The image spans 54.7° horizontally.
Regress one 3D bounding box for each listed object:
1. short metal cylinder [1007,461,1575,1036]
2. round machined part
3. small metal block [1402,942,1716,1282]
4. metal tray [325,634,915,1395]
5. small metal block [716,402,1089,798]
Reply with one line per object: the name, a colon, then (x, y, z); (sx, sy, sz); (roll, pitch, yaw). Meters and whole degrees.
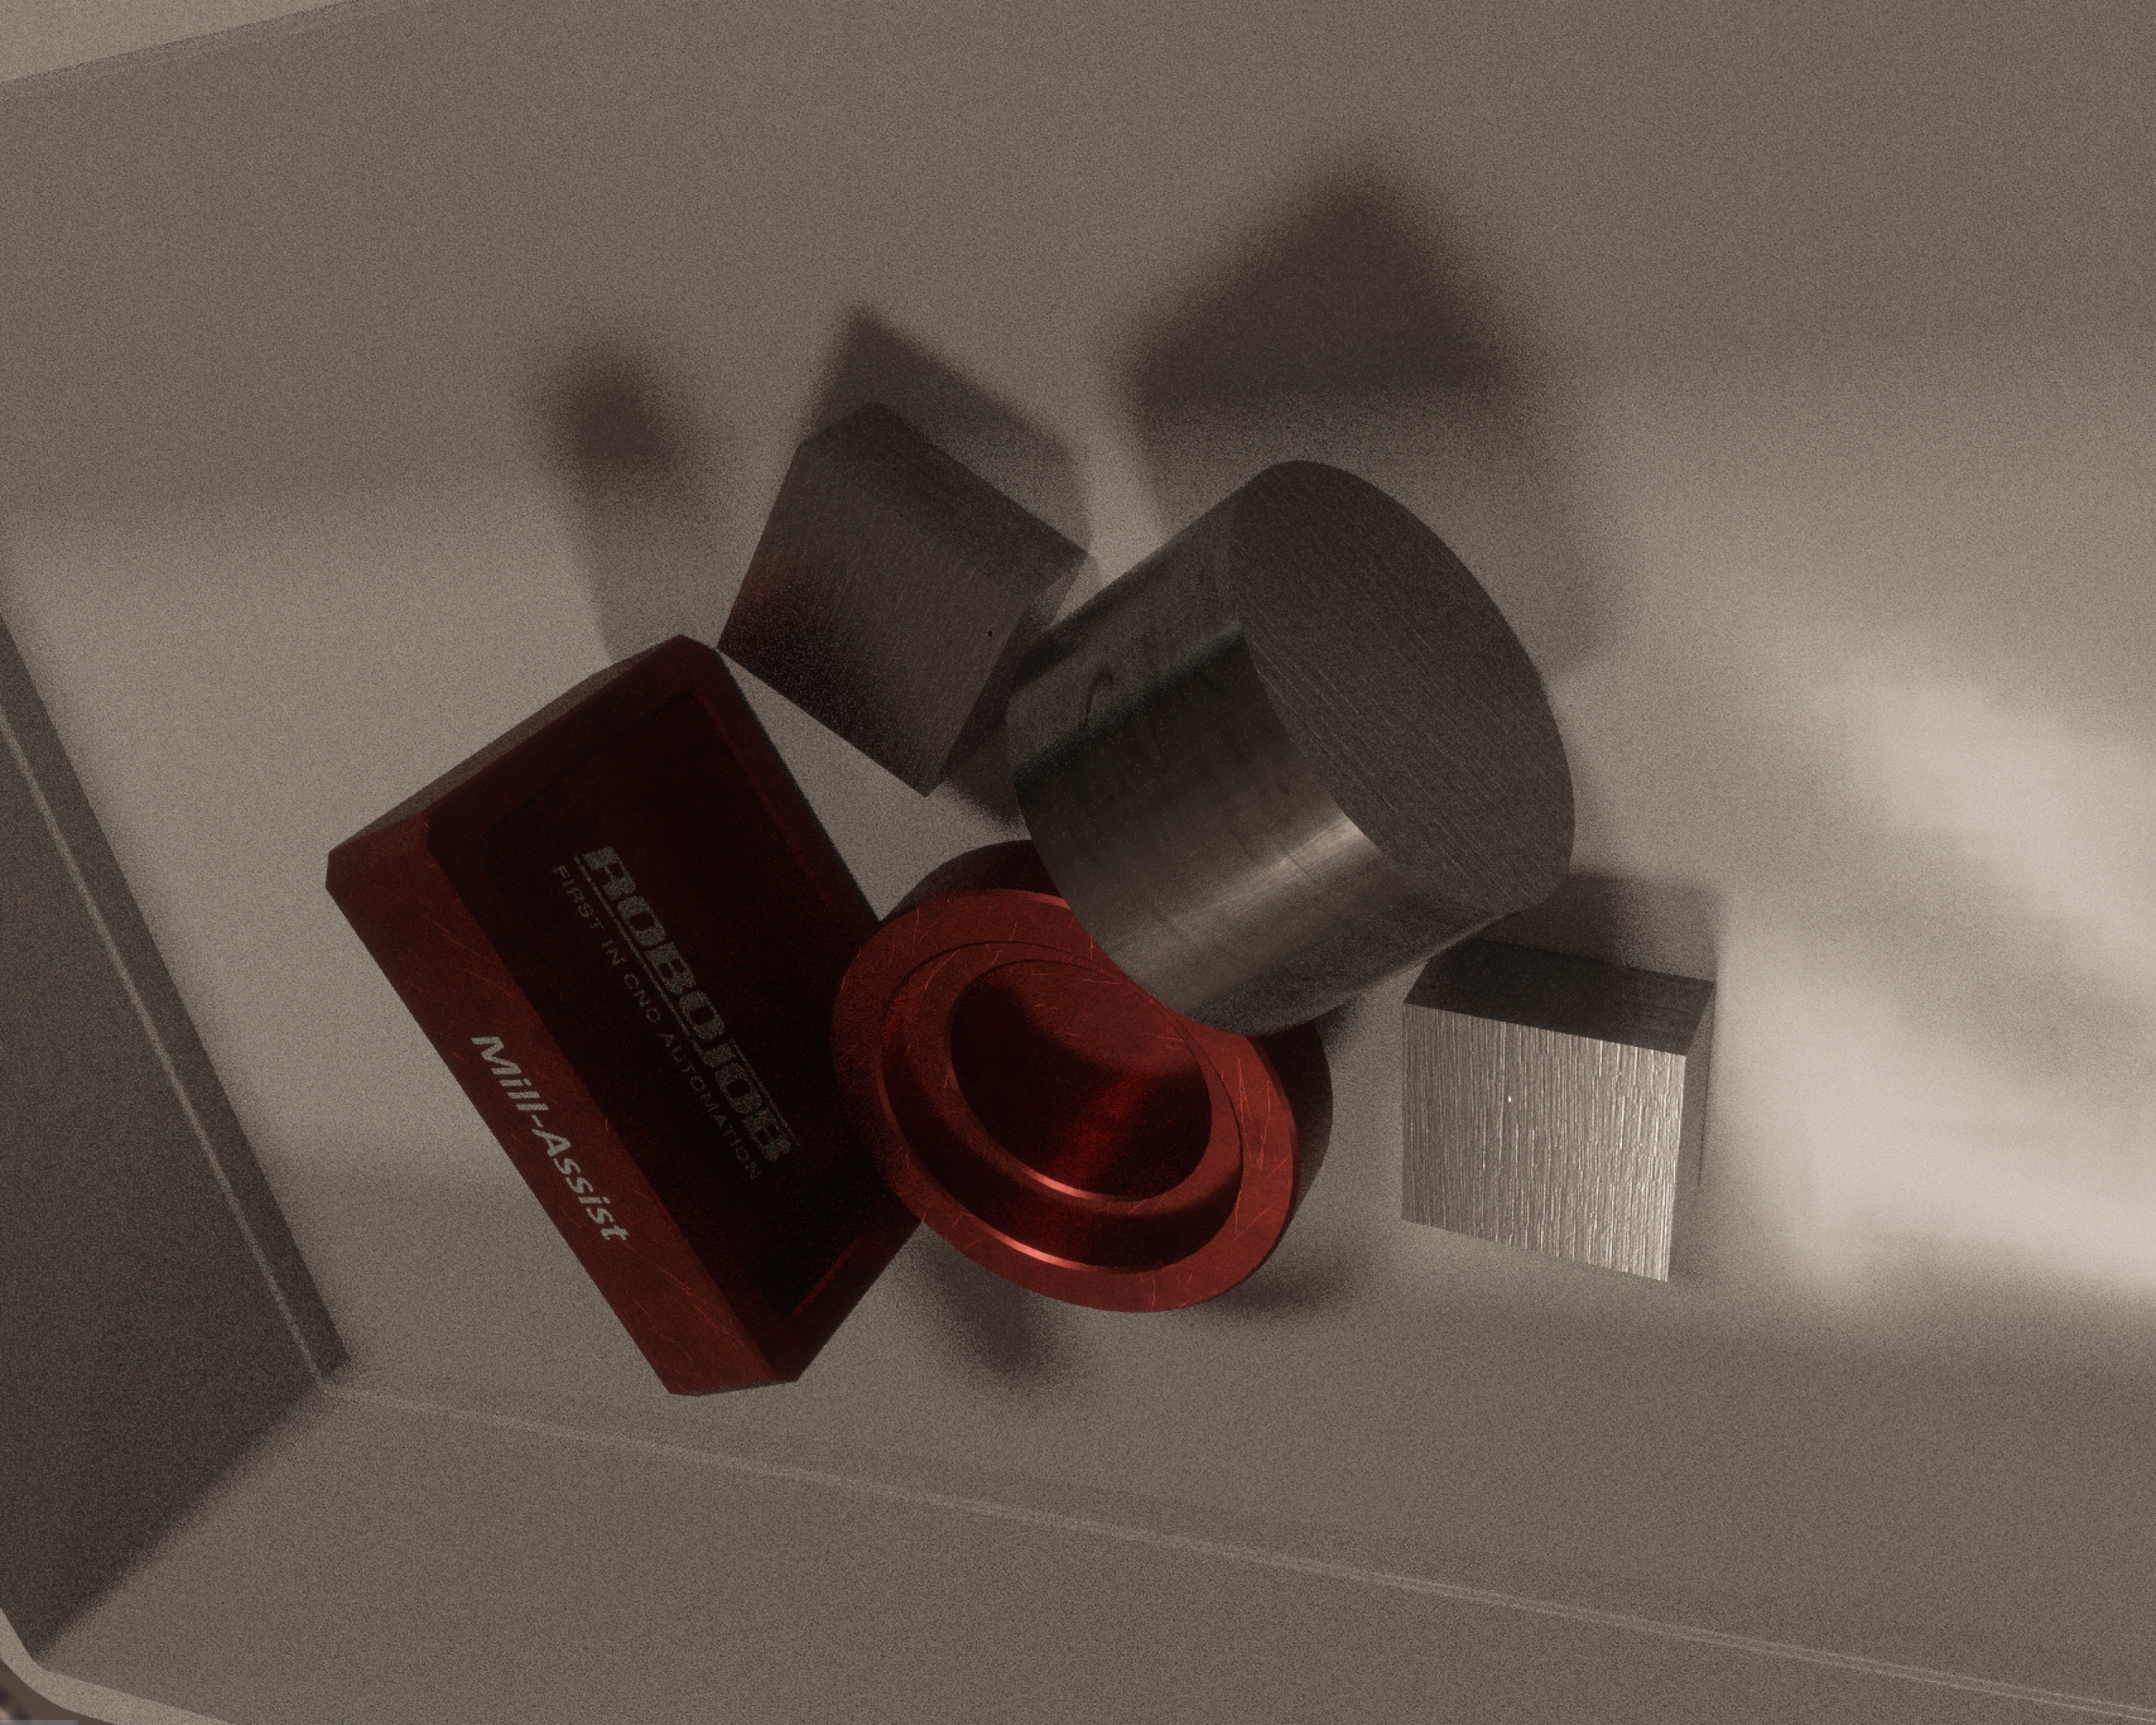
short metal cylinder: (0.035, -0.018, 0.340); (0.050, 0.080, 0.080); (-33, 100, 38)
round machined part: (0.004, 0.038, 0.414); (0.098, 0.042, 0.097); (13, 124, 20)
small metal block: (0.088, 0.045, 0.387); (0.050, 0.025, 0.050); (10, 122, 24)
metal tray: (-0.079, 0.030, 0.422); (0.030, 0.090, 0.130); (-18, 109, 35)
small metal block: (-0.034, -0.049, 0.392); (0.050, 0.025, 0.050); (36, 129, 5)
